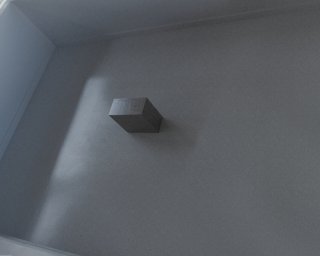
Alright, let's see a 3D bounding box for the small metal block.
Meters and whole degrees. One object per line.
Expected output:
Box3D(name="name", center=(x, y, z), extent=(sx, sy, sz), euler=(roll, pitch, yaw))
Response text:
Box3D(name="small metal block", center=(-0.031, -0.016, 0.414), extent=(0.050, 0.050, 0.025), euler=(0, 62, 28))
